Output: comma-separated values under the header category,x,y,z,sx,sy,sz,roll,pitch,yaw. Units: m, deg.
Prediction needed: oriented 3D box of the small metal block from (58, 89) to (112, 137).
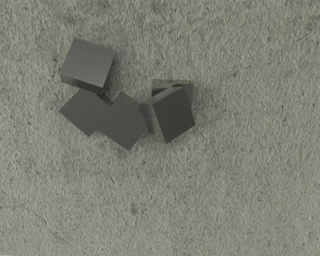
category,x,y,z,sx,sy,sz,roll,pitch,yaw
small metal block,-0.092,-0.025,0.400,0.050,0.025,0.050,-43,105,14

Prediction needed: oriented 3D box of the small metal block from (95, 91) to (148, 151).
category,x,y,z,sx,sy,sz,roll,pitch,yaw
small metal block,-0.043,-0.008,0.379,0.050,0.025,0.050,36,106,-13

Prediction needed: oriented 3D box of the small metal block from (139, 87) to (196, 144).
category,x,y,z,sx,sy,sz,roll,pitch,yaw
small metal block,0.010,-0.016,0.365,0.050,0.025,0.050,-32,113,-31

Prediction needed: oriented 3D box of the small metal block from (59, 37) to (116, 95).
category,x,y,z,sx,sy,sz,roll,pitch,yaw
small metal block,-0.085,-0.073,0.370,0.050,0.025,0.050,18,72,-7

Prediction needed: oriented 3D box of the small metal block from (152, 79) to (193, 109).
category,x,y,z,sx,sy,sz,roll,pitch,yaw
small metal block,0.015,-0.035,0.398,0.050,0.025,0.050,2,110,-1
